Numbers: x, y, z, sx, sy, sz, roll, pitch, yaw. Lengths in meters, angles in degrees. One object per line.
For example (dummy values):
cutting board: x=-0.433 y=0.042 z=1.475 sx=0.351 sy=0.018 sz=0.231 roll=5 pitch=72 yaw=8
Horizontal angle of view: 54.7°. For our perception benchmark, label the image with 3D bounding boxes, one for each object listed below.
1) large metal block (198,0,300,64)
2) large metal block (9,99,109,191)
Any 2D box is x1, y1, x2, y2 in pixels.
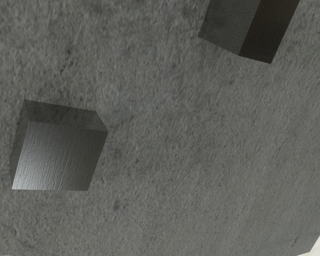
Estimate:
large metal block: x=0.097 y=-0.127 z=0.348 sx=0.050 sy=0.080 sz=0.079 roll=5 pitch=116 yaw=-31
large metal block: x=-0.114 y=0.021 z=0.343 sx=0.081 sy=0.050 sz=0.079 roll=9 pitch=114 yaw=-33
